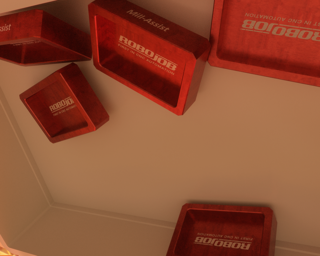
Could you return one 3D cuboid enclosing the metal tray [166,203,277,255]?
[{"bbox_3d":[0.082,0.149,0.412,0.130,0.090,0.030,-5,130,30],"label":"metal tray"}]

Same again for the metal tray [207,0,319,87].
[{"bbox_3d":[0.115,-0.093,0.287,0.130,0.030,0.089,15,125,19],"label":"metal tray"}]

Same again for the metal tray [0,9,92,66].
[{"bbox_3d":[-0.161,-0.106,0.385,0.130,0.090,0.030,2,86,27],"label":"metal tray"}]

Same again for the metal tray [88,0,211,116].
[{"bbox_3d":[-0.016,-0.079,0.340,0.130,0.030,0.089,31,145,16],"label":"metal tray"}]

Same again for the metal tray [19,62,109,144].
[{"bbox_3d":[-0.141,-0.030,0.446,0.130,0.030,0.090,-14,112,44],"label":"metal tray"}]
